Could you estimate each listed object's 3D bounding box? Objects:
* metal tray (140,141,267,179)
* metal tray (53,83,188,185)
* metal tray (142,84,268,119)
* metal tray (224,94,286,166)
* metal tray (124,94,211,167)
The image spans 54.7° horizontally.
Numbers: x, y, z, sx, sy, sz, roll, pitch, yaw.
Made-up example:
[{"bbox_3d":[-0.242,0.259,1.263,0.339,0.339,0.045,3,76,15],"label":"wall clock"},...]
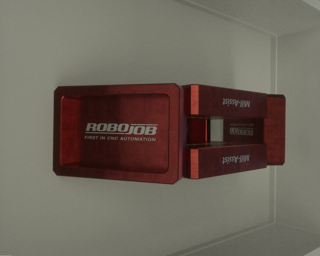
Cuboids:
[{"bbox_3d":[0.053,0.034,0.367,0.131,0.090,0.030,0,90,-40],"label":"metal tray"},{"bbox_3d":[-0.041,0.004,0.304,0.030,0.130,0.089,0,91,-72],"label":"metal tray"},{"bbox_3d":[0.054,-0.027,0.367,0.131,0.090,0.030,0,90,-40],"label":"metal tray"},{"bbox_3d":[0.131,0.002,0.447,0.030,0.130,0.089,1,90,-10],"label":"metal tray"},{"bbox_3d":[0.014,0.003,0.413,0.131,0.030,0.089,-1,91,-41],"label":"metal tray"}]
